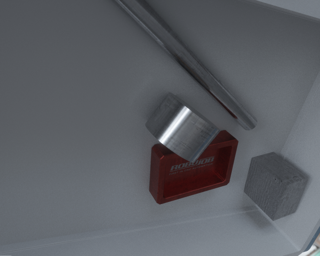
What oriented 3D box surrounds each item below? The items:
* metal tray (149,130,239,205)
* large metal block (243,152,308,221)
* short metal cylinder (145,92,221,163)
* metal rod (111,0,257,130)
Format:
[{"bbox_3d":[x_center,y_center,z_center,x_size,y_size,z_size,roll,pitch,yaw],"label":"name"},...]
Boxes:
[{"bbox_3d":[0.051,0.058,0.471,0.131,0.030,0.089,-10,123,-23],"label":"metal tray"},{"bbox_3d":[0.201,0.101,0.549,0.050,0.080,0.079,-11,123,-23],"label":"large metal block"},{"bbox_3d":[0.029,-0.001,0.390,0.080,0.080,0.050,30,102,-38],"label":"short metal cylinder"},{"bbox_3d":[0.045,-0.075,0.388,0.025,0.025,0.301,-49,129,6],"label":"metal rod"}]
